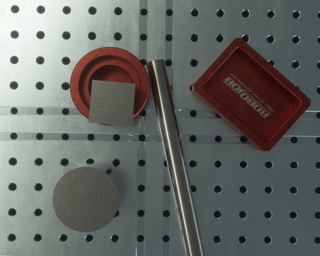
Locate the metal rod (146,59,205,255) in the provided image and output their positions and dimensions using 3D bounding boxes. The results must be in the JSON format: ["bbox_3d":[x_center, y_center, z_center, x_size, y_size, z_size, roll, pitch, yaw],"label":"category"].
[{"bbox_3d":[0.024,0.058,0.413,0.025,0.025,0.298,-12,90,0],"label":"metal rod"}]

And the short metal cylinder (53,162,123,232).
[{"bbox_3d":[-0.090,0.086,0.400,0.081,0.050,0.079,0,90,-1],"label":"short metal cylinder"}]

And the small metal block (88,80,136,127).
[{"bbox_3d":[-0.056,-0.029,0.371,0.050,0.025,0.050,5,90,-1],"label":"small metal block"}]

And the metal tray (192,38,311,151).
[{"bbox_3d":[0.119,-0.043,0.412,0.130,0.030,0.090,42,90,-1],"label":"metal tray"}]

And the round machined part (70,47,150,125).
[{"bbox_3d":[-0.062,-0.052,0.404,0.099,0.042,0.097,0,90,-1],"label":"round machined part"}]
